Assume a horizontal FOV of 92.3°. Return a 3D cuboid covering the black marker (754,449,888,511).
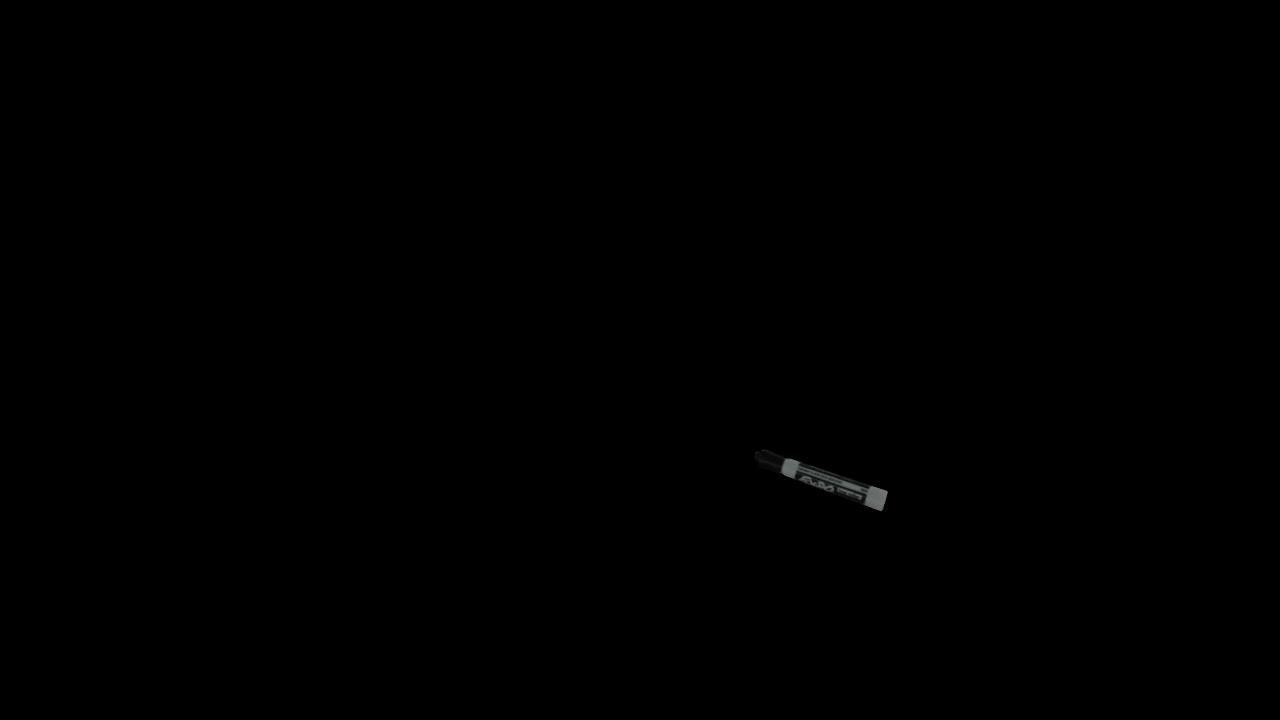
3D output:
[{"bbox_3d":[0.164,0.109,0.567,0.121,0.020,0.020,17,7,26],"label":"black marker"}]
